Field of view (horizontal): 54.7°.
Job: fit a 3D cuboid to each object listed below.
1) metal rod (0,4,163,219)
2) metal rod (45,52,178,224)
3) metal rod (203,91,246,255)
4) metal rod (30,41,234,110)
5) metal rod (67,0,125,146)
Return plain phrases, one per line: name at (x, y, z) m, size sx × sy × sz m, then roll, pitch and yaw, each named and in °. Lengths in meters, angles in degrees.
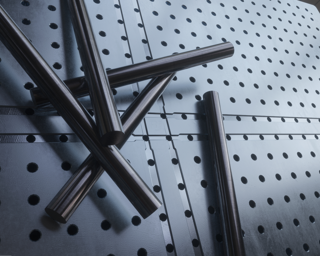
metal rod at (-0.103, -0.028, 0.335) m, size 0.300 × 0.025 × 0.025 m, roll 50°, pitch 51°, yaw 6°
metal rod at (-0.037, -0.012, 0.396) m, size 0.025 × 0.025 × 0.301 m, roll 37°, pitch 51°, yaw -4°
metal rod at (0.085, 0.078, 0.408) m, size 0.025 × 0.025 × 0.299 m, roll 11°, pitch 57°, yaw -23°
metal rod at (-0.018, -0.079, 0.421) m, size 0.302 × 0.025 × 0.025 m, roll -20°, pitch 73°, yaw -27°
metal rod at (-0.092, -0.107, 0.390) m, size 0.025 × 0.025 × 0.299 m, roll 0°, pitch 51°, yaw -29°
